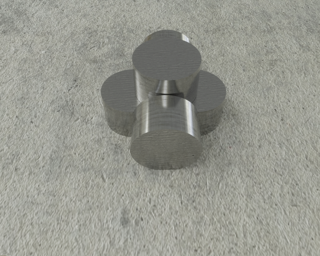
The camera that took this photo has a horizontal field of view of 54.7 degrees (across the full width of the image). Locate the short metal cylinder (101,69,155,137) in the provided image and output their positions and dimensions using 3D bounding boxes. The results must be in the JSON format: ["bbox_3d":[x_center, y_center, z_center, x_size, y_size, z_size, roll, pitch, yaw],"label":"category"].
[{"bbox_3d":[-0.035,-0.034,0.416,0.081,0.050,0.080,0,50,0],"label":"short metal cylinder"}]

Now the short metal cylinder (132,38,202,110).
[{"bbox_3d":[0.008,-0.066,0.378,0.081,0.050,0.080,0,50,0],"label":"short metal cylinder"}]

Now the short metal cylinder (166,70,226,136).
[{"bbox_3d":[0.045,-0.034,0.418,0.081,0.050,0.080,0,50,0],"label":"short metal cylinder"}]

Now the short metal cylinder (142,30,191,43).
[{"bbox_3d":[0.010,-0.093,0.448,0.081,0.080,0.050,0,50,-1],"label":"short metal cylinder"}]

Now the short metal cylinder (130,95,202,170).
[{"bbox_3d":[0.007,0.007,0.363,0.081,0.080,0.050,0,50,0],"label":"short metal cylinder"}]
